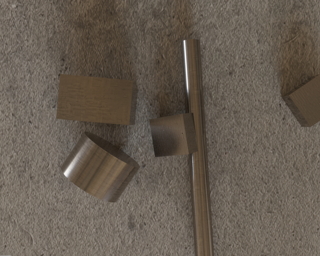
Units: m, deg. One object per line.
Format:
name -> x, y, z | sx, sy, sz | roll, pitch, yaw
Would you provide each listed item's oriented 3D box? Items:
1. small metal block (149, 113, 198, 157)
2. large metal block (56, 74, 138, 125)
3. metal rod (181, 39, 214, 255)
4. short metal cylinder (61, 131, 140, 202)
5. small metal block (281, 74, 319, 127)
small metal block -> 0.017, 0.009, 0.398 | 0.050, 0.025, 0.050 | -9, 90, 33
large metal block -> -0.072, -0.032, 0.382 | 0.081, 0.080, 0.050 | 5, 90, -1
metal rod -> 0.050, 0.034, 0.410 | 0.025, 0.025, 0.298 | -4, 90, -1
short metal cylinder -> -0.072, 0.047, 0.382 | 0.080, 0.080, 0.050 | 34, 90, -1
small metal block -> 0.202, -0.036, 0.413 | 0.050, 0.025, 0.050 | -34, 90, 0
